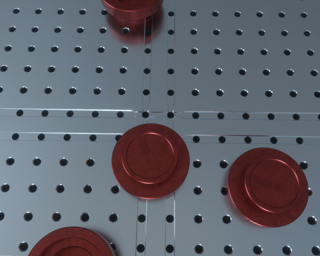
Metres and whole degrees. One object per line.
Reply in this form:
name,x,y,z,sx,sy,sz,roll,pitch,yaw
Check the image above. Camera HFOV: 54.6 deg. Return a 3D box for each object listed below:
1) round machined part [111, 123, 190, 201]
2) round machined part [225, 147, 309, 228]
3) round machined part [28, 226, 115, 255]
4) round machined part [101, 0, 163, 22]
round machined part,-0.012,0.039,0.388,0.099,0.042,0.098,0,70,0
round machined part,0.132,0.070,0.378,0.099,0.042,0.098,0,70,0
round machined part,-0.096,0.161,0.344,0.099,0.042,0.098,0,70,0
round machined part,-0.042,-0.205,0.477,0.099,0.042,0.098,0,70,0
